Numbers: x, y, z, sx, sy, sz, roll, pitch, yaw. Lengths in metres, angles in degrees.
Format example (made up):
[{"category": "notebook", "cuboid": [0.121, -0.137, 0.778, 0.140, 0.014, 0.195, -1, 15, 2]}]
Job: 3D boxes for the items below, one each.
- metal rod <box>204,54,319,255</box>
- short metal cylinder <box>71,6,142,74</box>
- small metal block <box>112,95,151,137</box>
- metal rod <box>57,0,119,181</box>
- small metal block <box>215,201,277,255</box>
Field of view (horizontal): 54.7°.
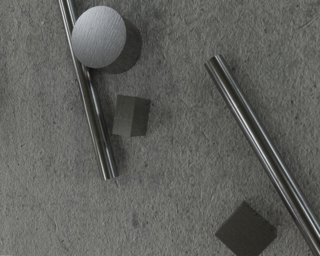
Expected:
[{"category": "metal rod", "cuboid": [0.135, 0.046, 0.361, 0.025, 0.025, 0.299, -31, 80, 17]}, {"category": "short metal cylinder", "cuboid": [-0.071, -0.117, 0.421, 0.080, 0.050, 0.079, 0, 90, 20]}, {"category": "small metal block", "cuboid": [-0.036, -0.016, 0.408, 0.025, 0.050, 0.050, 9, 93, 20]}, {"category": "metal rod", "cuboid": [-0.108, -0.073, 0.446, 0.025, 0.025, 0.298, -17, 84, 19]}, {"category": "small metal block", "cuboid": [0.103, 0.126, 0.372, 0.050, 0.025, 0.050, 41, 103, 15]}]
